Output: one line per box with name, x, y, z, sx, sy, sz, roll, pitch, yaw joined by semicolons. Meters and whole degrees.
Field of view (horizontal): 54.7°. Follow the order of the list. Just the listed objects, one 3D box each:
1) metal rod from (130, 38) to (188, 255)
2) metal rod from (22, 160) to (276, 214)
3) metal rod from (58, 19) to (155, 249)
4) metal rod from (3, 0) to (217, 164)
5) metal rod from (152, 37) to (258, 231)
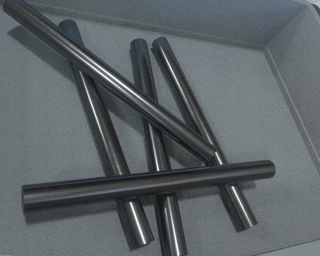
metal rod;-0.007;0.006;0.397;0.025;0.025;0.299;4;60;-27
metal rod;0.013;0.059;0.342;0.303;0.025;0.025;-2;63;-29
metal rod;-0.072;-0.009;0.372;0.025;0.025;0.299;-10;67;-32
metal rod;-0.057;-0.056;0.375;0.301;0.025;0.025;37;51;-3
metal rod;0.055;-0.005;0.437;0.025;0.025;0.299;-11;67;-33
